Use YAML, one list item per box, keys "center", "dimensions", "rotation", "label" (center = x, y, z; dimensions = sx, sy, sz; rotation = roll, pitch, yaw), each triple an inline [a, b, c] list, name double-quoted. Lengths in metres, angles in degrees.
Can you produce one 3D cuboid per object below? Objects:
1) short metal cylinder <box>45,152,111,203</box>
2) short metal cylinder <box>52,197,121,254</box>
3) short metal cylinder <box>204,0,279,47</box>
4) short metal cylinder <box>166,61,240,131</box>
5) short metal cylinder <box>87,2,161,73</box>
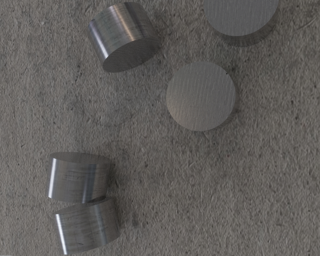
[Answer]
- center: [-0.110, 0.064, 0.418]
  dimensions: [0.080, 0.080, 0.050]
  rotation: [9, 93, 20]
  label: "short metal cylinder"
- center: [-0.097, 0.128, 0.414]
  dimensions: [0.080, 0.080, 0.050]
  rotation: [-15, 85, 19]
  label: "short metal cylinder"
- center: [0.096, -0.140, 0.362]
  dimensions: [0.080, 0.050, 0.080]
  rotation: [0, 90, 20]
  label: "short metal cylinder"
- center: [0.054, -0.036, 0.377]
  dimensions: [0.080, 0.050, 0.080]
  rotation: [0, 90, 20]
  label: "short metal cylinder"
- center: [-0.046, -0.113, 0.396]
  dimensions: [0.080, 0.080, 0.050]
  rotation: [-28, 81, 18]
  label: "short metal cylinder"
